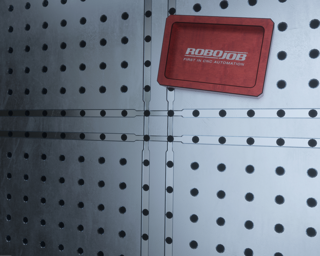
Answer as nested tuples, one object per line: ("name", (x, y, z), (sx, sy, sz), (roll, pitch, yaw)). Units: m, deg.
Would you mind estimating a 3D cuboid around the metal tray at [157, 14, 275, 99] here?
("metal tray", (0.067, -0.089, 0.386), (0.130, 0.030, 0.090), (10, 93, 19))
